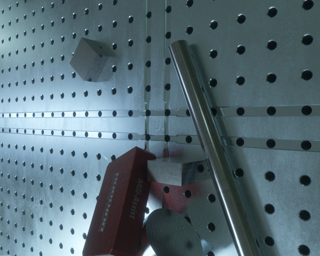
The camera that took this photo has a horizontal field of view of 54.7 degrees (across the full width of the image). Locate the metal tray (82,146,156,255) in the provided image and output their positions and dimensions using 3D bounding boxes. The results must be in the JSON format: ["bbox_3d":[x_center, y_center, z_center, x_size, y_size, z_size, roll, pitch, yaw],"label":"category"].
[{"bbox_3d":[-0.051,0.097,0.392,0.090,0.030,0.130,-33,37,50],"label":"metal tray"}]

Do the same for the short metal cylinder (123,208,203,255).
[{"bbox_3d":[0.004,0.144,0.369,0.050,0.081,0.080,-51,61,28],"label":"short metal cylinder"}]

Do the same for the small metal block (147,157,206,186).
[{"bbox_3d":[0.020,0.051,0.375,0.050,0.050,0.025,1,91,39],"label":"small metal block"}]

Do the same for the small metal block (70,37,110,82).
[{"bbox_3d":[-0.115,-0.110,0.501,0.050,0.025,0.050,48,118,29],"label":"small metal block"}]

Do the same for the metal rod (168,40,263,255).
[{"bbox_3d":[0.065,0.035,0.354,0.025,0.025,0.299,-27,73,36],"label":"metal rod"}]
